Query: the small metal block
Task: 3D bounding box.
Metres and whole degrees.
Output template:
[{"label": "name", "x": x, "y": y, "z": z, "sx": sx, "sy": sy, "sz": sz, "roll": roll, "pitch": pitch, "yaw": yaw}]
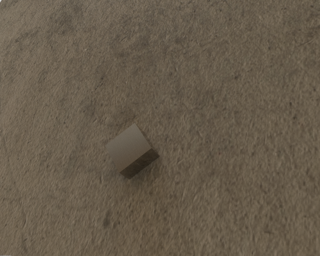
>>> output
[{"label": "small metal block", "x": -0.036, "y": 0.030, "z": 0.403, "sx": 0.050, "sy": 0.025, "sz": 0.050, "roll": -38, "pitch": 51, "yaw": 2}]
